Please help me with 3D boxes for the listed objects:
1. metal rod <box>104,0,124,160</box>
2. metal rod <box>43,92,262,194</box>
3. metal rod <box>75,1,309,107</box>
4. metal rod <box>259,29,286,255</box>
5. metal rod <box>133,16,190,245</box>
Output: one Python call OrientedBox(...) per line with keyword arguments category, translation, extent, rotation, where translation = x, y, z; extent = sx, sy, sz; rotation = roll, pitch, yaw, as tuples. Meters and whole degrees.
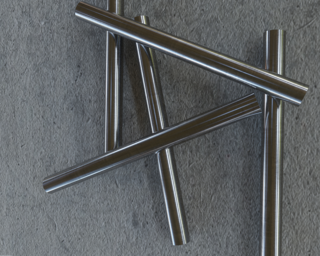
OrientedBox(category="metal rod", translation=(-0.063, -0.097, 0.431), extent=(0.025, 0.025, 0.298), rotation=(1, 90, 20))
OrientedBox(category="metal rod", translation=(-0.024, 0.026, 0.389), extent=(0.300, 0.025, 0.025), rotation=(-22, 83, 18))
OrientedBox(category="metal rod", translation=(0.023, -0.096, 0.372), extent=(0.301, 0.025, 0.025), rotation=(26, 99, 18))
OrientedBox(category="metal rod", translation=(0.131, 0.038, 0.362), extent=(0.025, 0.025, 0.298), rotation=(1, 90, 20))
OrientedBox(category="metal rod", translation=(0.000, 0.000, 0.408), extent=(0.025, 0.025, 0.298), rotation=(-12, 86, 19))
